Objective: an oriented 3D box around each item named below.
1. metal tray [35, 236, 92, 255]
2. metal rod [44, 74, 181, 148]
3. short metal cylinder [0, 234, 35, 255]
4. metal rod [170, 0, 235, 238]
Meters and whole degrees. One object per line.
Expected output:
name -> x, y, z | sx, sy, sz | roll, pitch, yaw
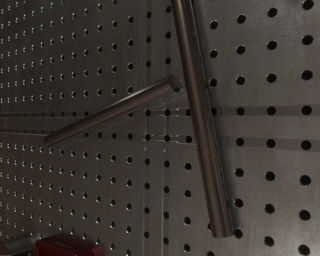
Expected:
metal tray -> -0.171, 0.250, 0.543 | 0.130, 0.030, 0.089 | -2, 88, 39
metal rod -> -0.092, -0.016, 0.482 | 0.299, 0.025, 0.025 | -20, 77, 37
short metal cylinder -> -0.301, 0.266, 0.637 | 0.080, 0.050, 0.079 | 0, 90, 39
metal rod -> 0.048, -0.026, 0.368 | 0.025, 0.025, 0.298 | -15, 80, 38
